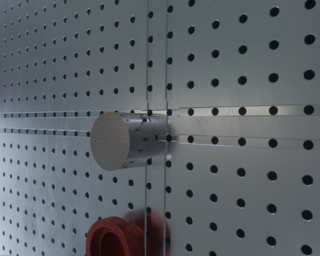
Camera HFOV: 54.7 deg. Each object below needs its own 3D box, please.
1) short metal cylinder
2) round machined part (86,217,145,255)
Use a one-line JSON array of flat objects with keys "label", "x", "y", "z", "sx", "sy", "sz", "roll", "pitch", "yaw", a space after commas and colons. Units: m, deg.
[{"label": "short metal cylinder", "x": -0.053, "y": 0.018, "z": 0.437, "sx": 0.080, "sy": 0.050, "sz": 0.079, "roll": 0, "pitch": 90, "yaw": 40}, {"label": "round machined part", "x": -0.060, "y": 0.177, "z": 0.448, "sx": 0.098, "sy": 0.042, "sz": 0.097, "roll": 0, "pitch": 90, "yaw": 40}]
